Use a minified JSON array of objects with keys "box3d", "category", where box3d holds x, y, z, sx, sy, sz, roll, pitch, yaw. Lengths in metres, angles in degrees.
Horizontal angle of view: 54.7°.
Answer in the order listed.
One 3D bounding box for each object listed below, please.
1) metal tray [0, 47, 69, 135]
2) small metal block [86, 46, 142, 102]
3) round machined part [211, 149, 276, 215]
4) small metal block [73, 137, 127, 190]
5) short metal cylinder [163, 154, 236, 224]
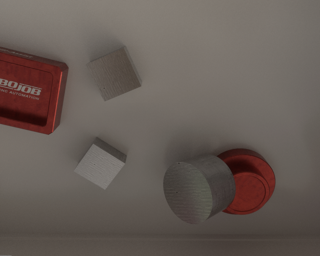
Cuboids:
[{"box3d":[-0.189,-0.051,0.387,0.131,0.030,0.089,13,109,-6],"category":"metal tray"},{"box3d":[-0.056,-0.068,0.386,0.050,0.025,0.050,-22,109,7],"category":"small metal block"},{"box3d":[0.113,0.082,0.434,0.099,0.042,0.097,0,110,-1],"category":"round machined part"},{"box3d":[-0.082,0.049,0.428,0.050,0.025,0.050,34,106,-12],"category":"small metal block"},{"box3d":[0.051,0.078,0.405,0.050,0.080,0.079,-12,118,-44],"category":"short metal cylinder"}]
